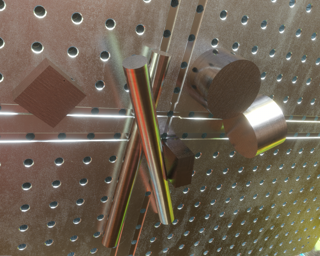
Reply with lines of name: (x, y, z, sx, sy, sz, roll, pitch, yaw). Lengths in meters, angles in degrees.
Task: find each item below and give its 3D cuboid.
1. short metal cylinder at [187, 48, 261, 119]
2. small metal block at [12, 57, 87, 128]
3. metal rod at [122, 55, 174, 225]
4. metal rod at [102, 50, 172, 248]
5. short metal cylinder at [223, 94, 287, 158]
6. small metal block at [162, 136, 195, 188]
short metal cylinder: (0.083, -0.058, 0.404, 0.081, 0.050, 0.079, -14, 124, -21)
small metal block: (-0.116, -0.036, 0.325, 0.050, 0.025, 0.050, -44, 129, 2)
metal rod: (-0.007, 0.041, 0.406, 0.025, 0.025, 0.298, -24, 136, -14)
metal rod: (-0.038, 0.044, 0.417, 0.025, 0.025, 0.298, 3, 117, -30)
short metal cylinder: (0.135, -0.003, 0.447, 0.050, 0.080, 0.080, -23, 127, -15)
small metal block: (0.023, 0.047, 0.437, 0.025, 0.050, 0.050, -10, 123, -23)
